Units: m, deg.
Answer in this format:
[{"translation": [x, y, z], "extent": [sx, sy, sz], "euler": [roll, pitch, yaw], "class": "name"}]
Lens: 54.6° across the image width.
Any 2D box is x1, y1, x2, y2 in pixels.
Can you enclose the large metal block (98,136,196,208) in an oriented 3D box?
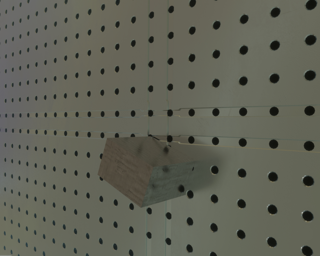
[{"translation": [-0.017, 0.050, 0.388], "extent": [0.080, 0.081, 0.050], "euler": [27, 107, 37], "class": "large metal block"}]
